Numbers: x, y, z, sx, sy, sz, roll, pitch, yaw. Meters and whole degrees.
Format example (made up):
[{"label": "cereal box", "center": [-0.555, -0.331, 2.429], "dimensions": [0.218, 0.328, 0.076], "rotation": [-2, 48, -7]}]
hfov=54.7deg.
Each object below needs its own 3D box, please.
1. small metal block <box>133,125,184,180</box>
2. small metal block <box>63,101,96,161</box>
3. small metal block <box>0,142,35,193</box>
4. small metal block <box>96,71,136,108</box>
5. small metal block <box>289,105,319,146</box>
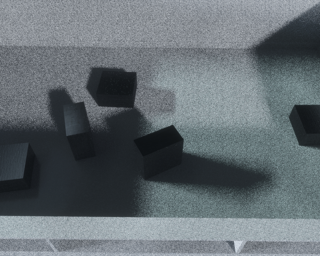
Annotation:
[{"label": "small metal block", "center": [-0.002, 0.029, 0.364], "dimensions": [0.050, 0.050, 0.025], "rotation": [-22, 54, -17]}, {"label": "small metal block", "center": [-0.100, 0.004, 0.384], "dimensions": [0.025, 0.050, 0.050], "rotation": [-12, 51, -10]}, {"label": "small metal block", "center": [-0.179, 0.047, 0.363], "dimensions": [0.050, 0.025, 0.050], "rotation": [-6, 50, -6]}, {"label": "small metal block", "center": [-0.062, -0.057, 0.452], "dimensions": [0.050, 0.025, 0.050], "rotation": [3, 50, 2]}, {"label": "small metal block", "center": [0.207, -0.004, 0.411], "dimensions": [0.050, 0.025, 0.050], "rotation": [-1, 50, -1]}]
